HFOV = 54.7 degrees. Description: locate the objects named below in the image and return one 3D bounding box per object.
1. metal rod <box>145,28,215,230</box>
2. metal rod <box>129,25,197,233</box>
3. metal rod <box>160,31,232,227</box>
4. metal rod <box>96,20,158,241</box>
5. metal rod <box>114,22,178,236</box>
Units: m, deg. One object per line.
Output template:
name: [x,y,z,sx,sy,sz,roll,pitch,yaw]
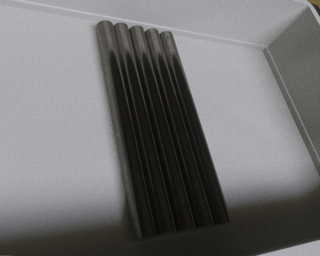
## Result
metal rod: [0.019,-0.016,0.424,0.025,0.025,0.299,0,62,-28]
metal rod: [-0.004,-0.016,0.412,0.025,0.025,0.299,0,62,-28]
metal rod: [0.042,-0.015,0.436,0.025,0.025,0.299,0,62,-28]
metal rod: [-0.047,-0.016,0.388,0.025,0.025,0.299,0,62,-28]
metal rod: [-0.026,-0.017,0.400,0.025,0.025,0.299,0,62,-28]
